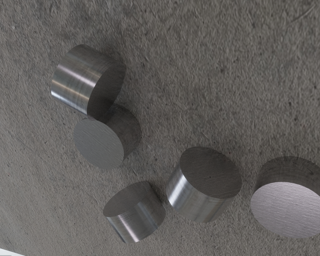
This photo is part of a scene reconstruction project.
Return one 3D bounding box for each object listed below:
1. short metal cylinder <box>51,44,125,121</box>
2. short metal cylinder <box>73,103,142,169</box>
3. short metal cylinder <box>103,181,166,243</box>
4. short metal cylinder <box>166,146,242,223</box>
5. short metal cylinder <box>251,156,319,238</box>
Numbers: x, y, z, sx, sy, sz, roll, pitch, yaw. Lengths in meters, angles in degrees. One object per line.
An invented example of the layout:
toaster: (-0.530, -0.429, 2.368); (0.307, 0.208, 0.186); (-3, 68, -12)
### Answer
short metal cylinder: (-0.086, -0.056, 0.382); (0.050, 0.080, 0.079); (29, 128, 10)
short metal cylinder: (-0.073, 0.011, 0.436); (0.080, 0.050, 0.079); (13, 124, 21)
short metal cylinder: (-0.038, 0.126, 0.469); (0.080, 0.080, 0.050); (-19, 108, 35)
short metal cylinder: (0.053, 0.069, 0.386); (0.080, 0.080, 0.050); (30, 128, 8)
short metal cylinder: (0.151, 0.080, 0.360); (0.080, 0.050, 0.079); (13, 124, 21)
